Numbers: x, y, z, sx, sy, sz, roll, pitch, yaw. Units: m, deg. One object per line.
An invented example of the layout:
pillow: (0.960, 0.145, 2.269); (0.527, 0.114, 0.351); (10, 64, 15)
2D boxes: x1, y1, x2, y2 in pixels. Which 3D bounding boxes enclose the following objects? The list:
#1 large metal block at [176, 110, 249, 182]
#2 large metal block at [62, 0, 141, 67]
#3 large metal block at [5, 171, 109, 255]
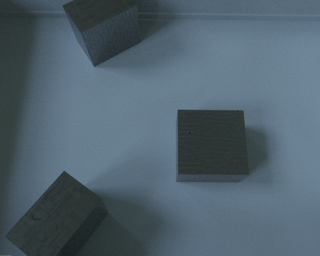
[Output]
large metal block: (0.061, 0.024, 0.388); (0.080, 0.050, 0.080); (1, 70, 0)
large metal block: (-0.077, -0.143, 0.432); (0.080, 0.080, 0.050); (-31, 73, -11)
large metal block: (-0.105, 0.103, 0.337); (0.050, 0.080, 0.080); (34, 67, 11)
